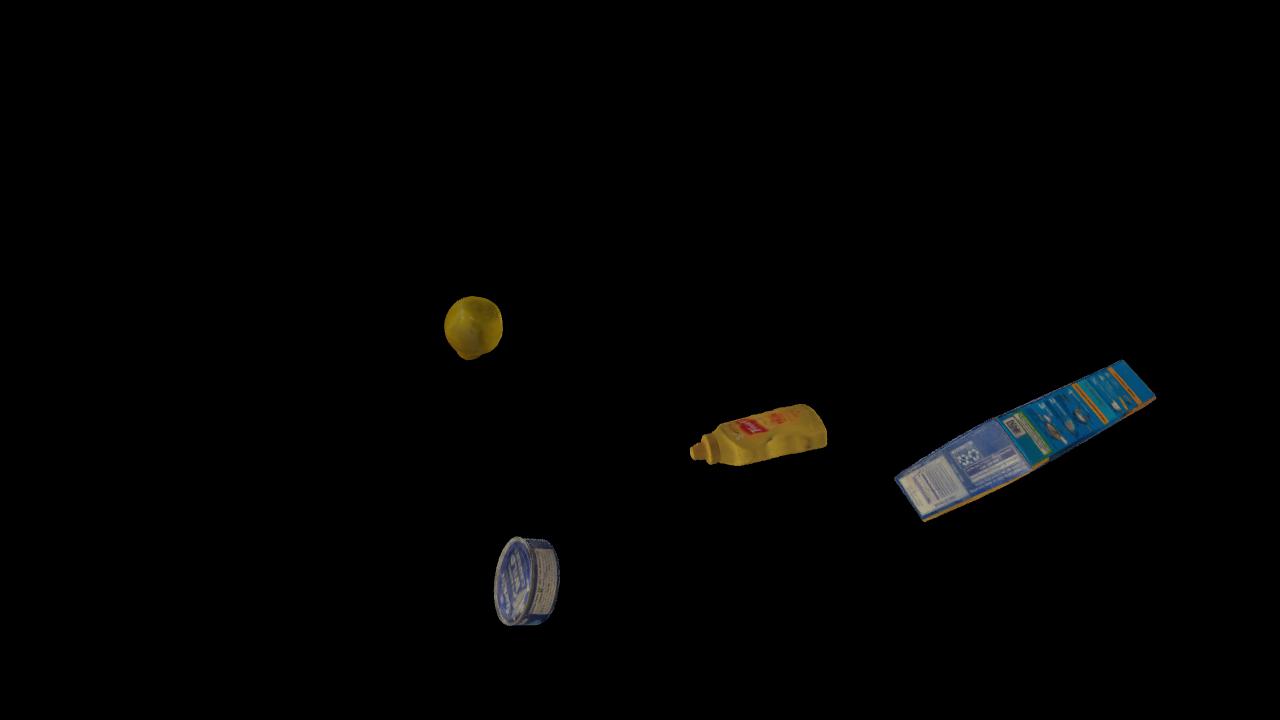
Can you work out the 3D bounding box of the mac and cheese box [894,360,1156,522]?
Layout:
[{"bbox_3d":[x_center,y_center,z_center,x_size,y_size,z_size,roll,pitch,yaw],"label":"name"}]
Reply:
[{"bbox_3d":[0.274,0.055,0.435,0.184,0.041,0.093,-13,-28,-31],"label":"mac and cheese box"}]

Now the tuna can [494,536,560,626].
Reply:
[{"bbox_3d":[-0.115,0.223,0.621,0.034,0.084,0.084,17,-9,-34],"label":"tuna can"}]

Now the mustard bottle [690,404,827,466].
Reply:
[{"bbox_3d":[0.158,0.110,0.858,0.184,0.054,0.092,-12,27,-8],"label":"mustard bottle"}]

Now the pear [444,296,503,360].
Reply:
[{"bbox_3d":[-0.226,-0.028,0.816,0.080,0.111,0.080,18,37,-14],"label":"pear"}]
